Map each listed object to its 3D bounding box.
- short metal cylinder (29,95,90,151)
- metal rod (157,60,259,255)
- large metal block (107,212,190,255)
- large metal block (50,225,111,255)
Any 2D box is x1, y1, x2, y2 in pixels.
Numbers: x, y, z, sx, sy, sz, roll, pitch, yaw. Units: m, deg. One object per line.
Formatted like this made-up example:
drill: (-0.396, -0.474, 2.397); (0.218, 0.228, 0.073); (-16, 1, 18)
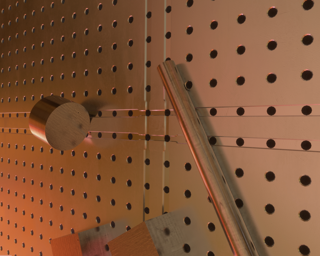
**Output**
short metal cylinder: (-0.163, -0.009, 0.505); (0.050, 0.081, 0.079); (21, 103, 38)
metal rod: (0.060, 0.053, 0.358); (0.025, 0.025, 0.299); (-33, 70, 35)
large metal block: (-0.012, 0.167, 0.401); (0.080, 0.050, 0.080); (-39, 66, 32)
large metal block: (-0.124, 0.206, 0.492); (0.080, 0.050, 0.080); (-26, 74, 36)
